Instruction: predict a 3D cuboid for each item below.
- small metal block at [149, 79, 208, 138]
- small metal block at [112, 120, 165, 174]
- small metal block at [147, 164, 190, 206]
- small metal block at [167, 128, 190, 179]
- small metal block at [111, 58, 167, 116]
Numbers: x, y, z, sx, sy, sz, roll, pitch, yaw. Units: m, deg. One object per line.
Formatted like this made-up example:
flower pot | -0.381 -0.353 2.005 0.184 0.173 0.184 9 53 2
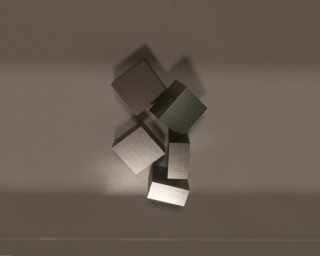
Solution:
small metal block | 0.023 -0.024 0.387 0.050 0.025 0.050 -49 133 2
small metal block | -0.028 0.026 0.421 0.050 0.025 0.050 -37 107 12
small metal block | 0.011 0.078 0.427 0.050 0.050 0.025 15 109 -6
small metal block | 0.023 0.033 0.411 0.025 0.050 0.050 2 110 -1
small metal block | -0.025 -0.052 0.392 0.050 0.025 0.050 -35 107 11
